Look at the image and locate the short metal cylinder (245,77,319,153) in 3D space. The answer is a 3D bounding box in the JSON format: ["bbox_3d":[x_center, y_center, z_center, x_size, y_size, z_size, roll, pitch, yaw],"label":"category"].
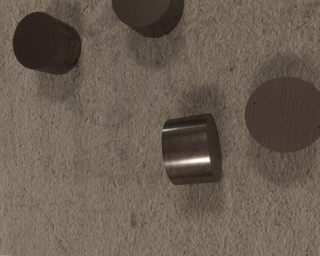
[{"bbox_3d":[0.139,-0.014,0.347,0.080,0.050,0.079,0,90,19],"label":"short metal cylinder"}]

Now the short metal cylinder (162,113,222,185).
[{"bbox_3d":[0.040,0.026,0.365,0.050,0.080,0.080,-8,87,19],"label":"short metal cylinder"}]

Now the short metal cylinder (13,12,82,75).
[{"bbox_3d":[-0.164,-0.121,0.452,0.080,0.050,0.079,0,90,19],"label":"short metal cylinder"}]

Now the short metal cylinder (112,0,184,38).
[{"bbox_3d":[-0.015,-0.163,0.400,0.080,0.050,0.079,0,90,19],"label":"short metal cylinder"}]
